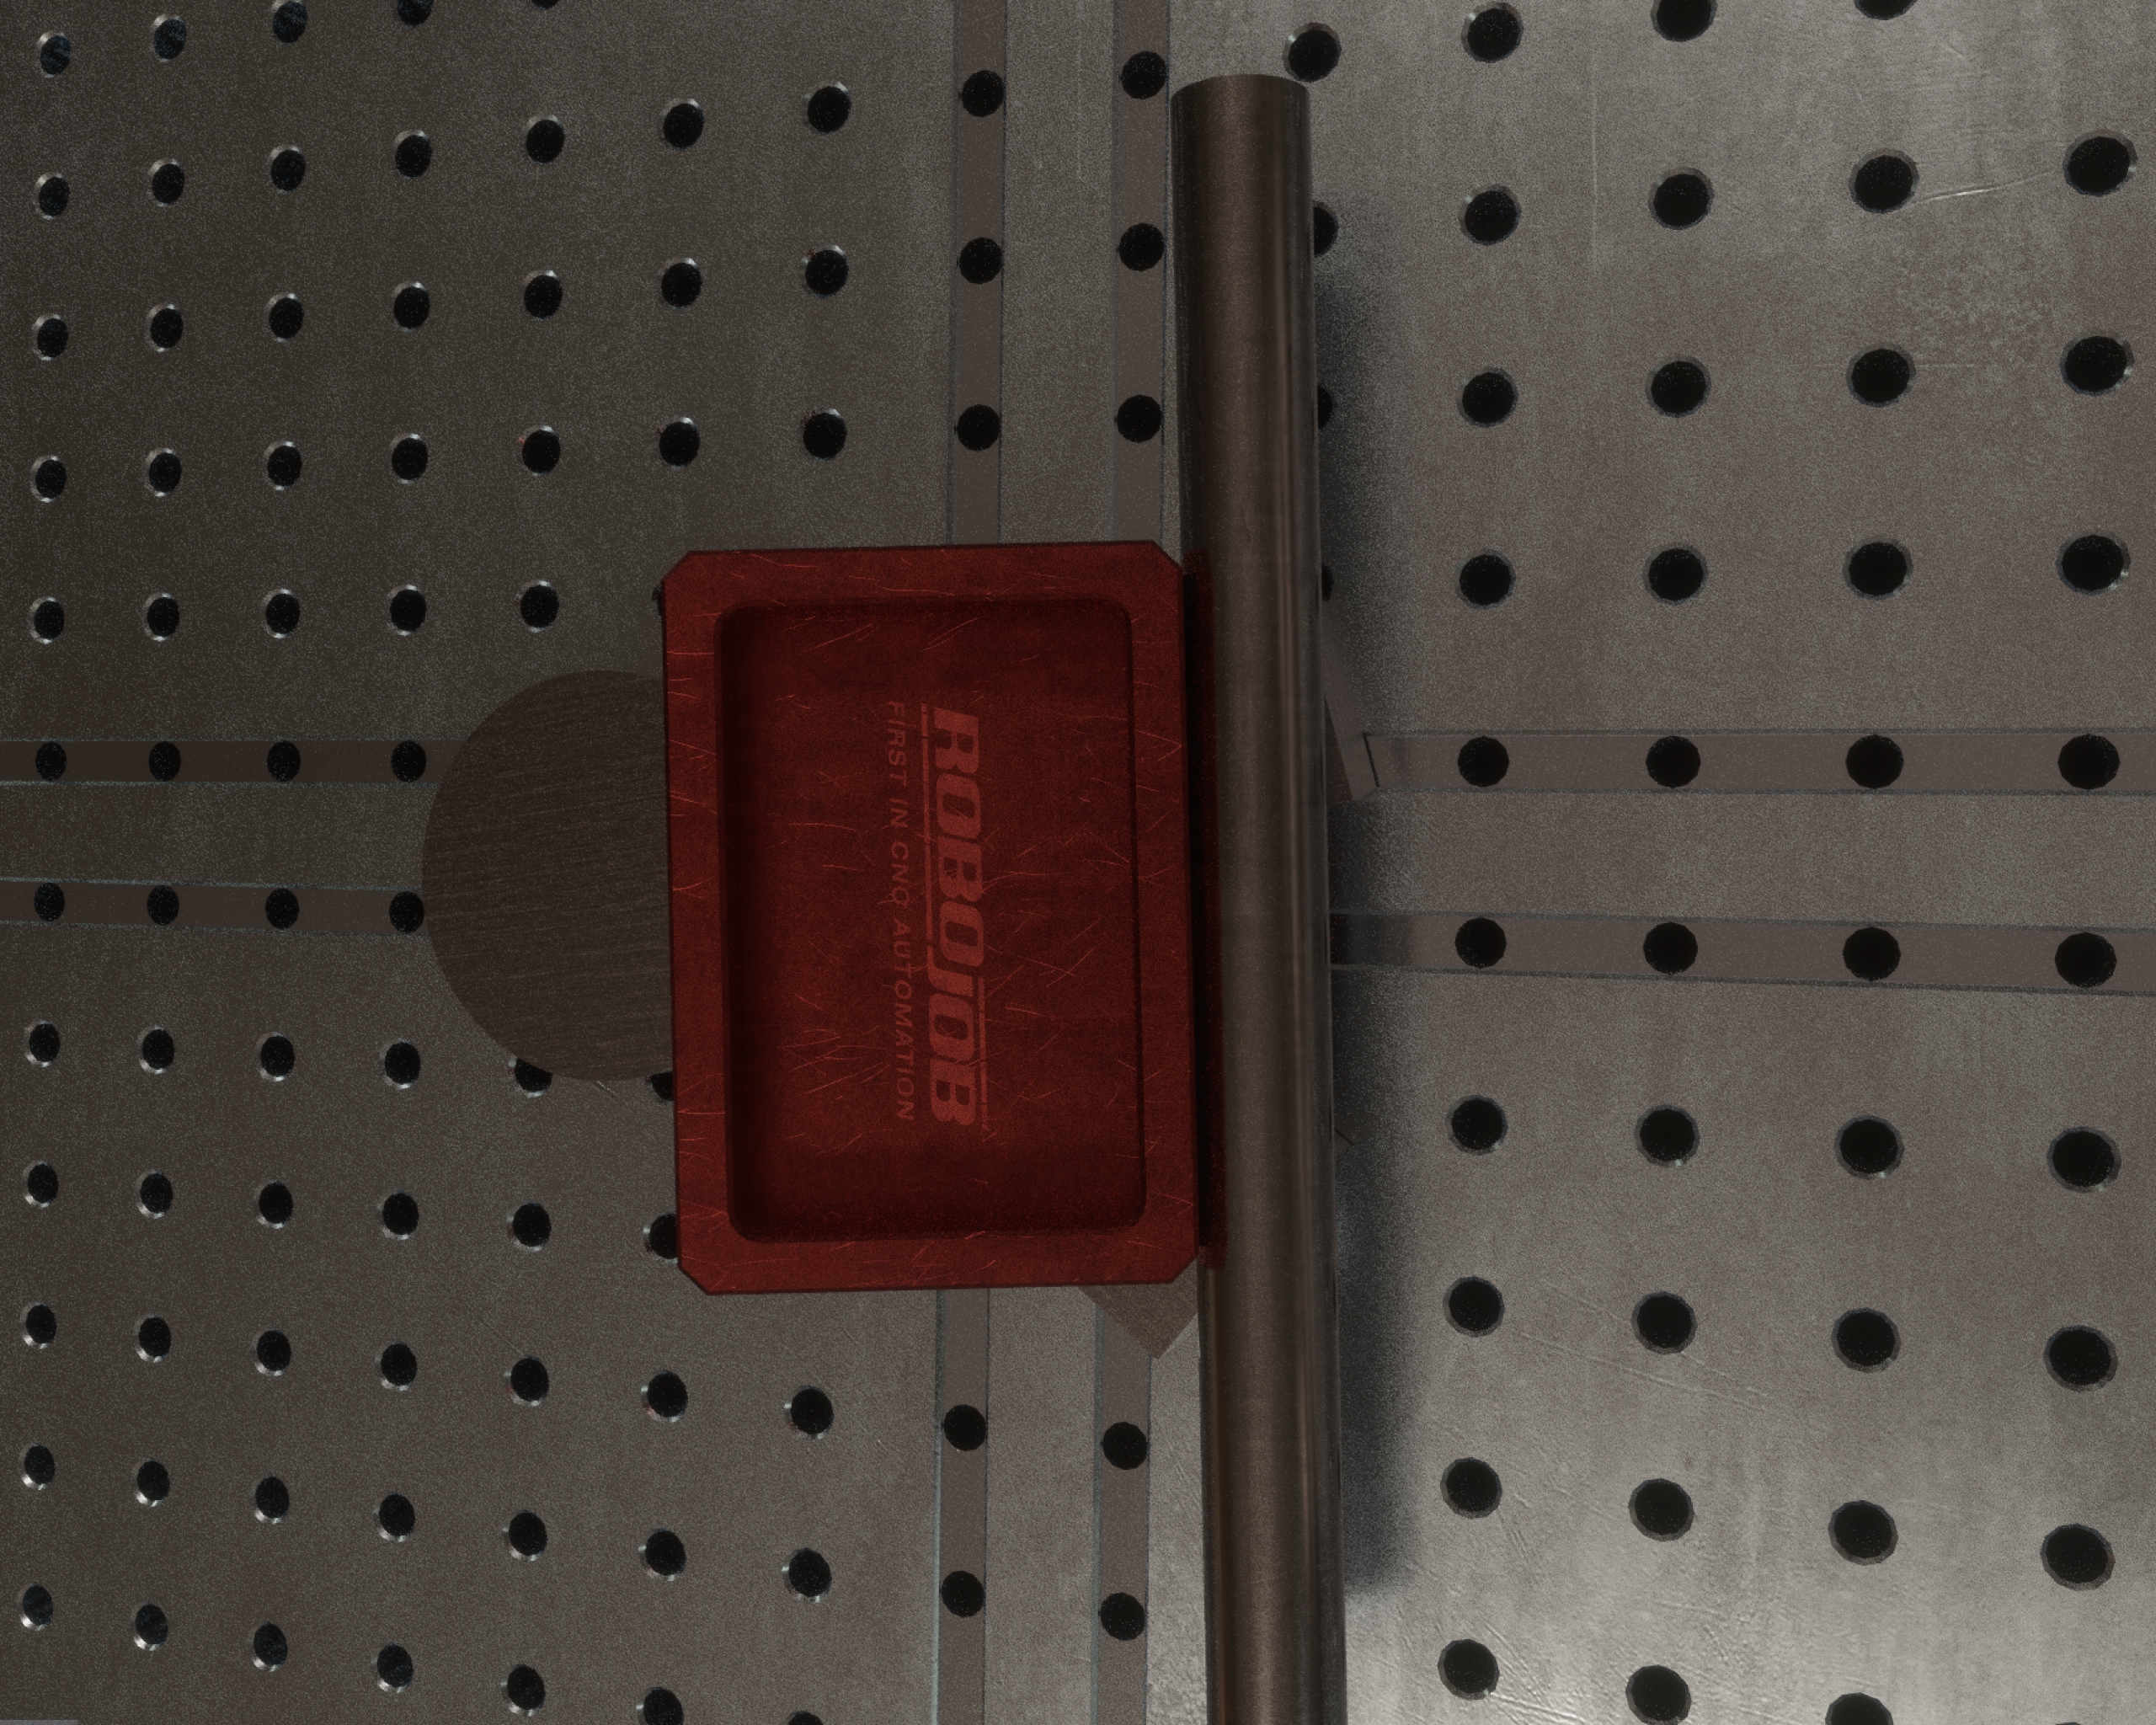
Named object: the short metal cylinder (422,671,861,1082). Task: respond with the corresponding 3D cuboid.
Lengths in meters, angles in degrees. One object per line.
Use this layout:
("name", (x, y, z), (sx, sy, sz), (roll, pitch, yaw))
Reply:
("short metal cylinder", (-0.085, 0.002, 0.427), (0.080, 0.050, 0.079), (0, 90, 19))

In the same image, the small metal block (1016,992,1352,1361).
("small metal block", (0.016, 0.059, 0.405), (0.050, 0.025, 0.050), (41, 102, 15))

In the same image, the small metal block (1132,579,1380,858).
("small metal block", (0.026, -0.029, 0.403), (0.050, 0.025, 0.050), (-16, 85, 19))

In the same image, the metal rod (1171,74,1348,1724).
("metal rod", (0.033, 0.012, 0.373), (0.025, 0.025, 0.298), (-1, 90, 19))

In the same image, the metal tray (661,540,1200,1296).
("metal tray", (-0.026, 0.009, 0.376), (0.091, 0.030, 0.129), (-1, 90, 0))
